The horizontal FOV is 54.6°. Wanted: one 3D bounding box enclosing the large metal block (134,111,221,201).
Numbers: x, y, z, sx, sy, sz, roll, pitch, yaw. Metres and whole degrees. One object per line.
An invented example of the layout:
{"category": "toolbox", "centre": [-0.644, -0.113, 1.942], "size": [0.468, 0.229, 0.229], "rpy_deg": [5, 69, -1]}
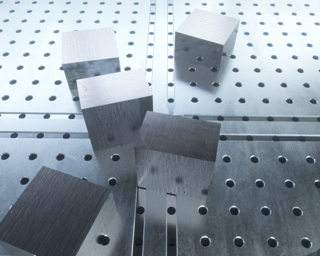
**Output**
{"category": "large metal block", "centre": [0.019, 0.032, 0.345], "size": [0.080, 0.080, 0.050], "rpy_deg": [10, 51, 8]}

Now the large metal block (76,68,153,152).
{"category": "large metal block", "centre": [-0.054, -0.022, 0.390], "size": [0.081, 0.080, 0.050], "rpy_deg": [-12, 51, -10]}

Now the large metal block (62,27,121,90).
{"category": "large metal block", "centre": [-0.106, -0.110, 0.483], "size": [0.080, 0.050, 0.080], "rpy_deg": [-9, 51, -7]}

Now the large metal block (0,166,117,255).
{"category": "large metal block", "centre": [-0.100, 0.095, 0.312], "size": [0.080, 0.050, 0.080], "rpy_deg": [16, 52, 13]}

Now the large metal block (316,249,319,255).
{"category": "large metal block", "centre": [0.199, 0.142, 0.273], "size": [0.080, 0.050, 0.080], "rpy_deg": [1, 50, 1]}

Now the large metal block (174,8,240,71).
{"category": "large metal block", "centre": [0.078, -0.149, 0.518], "size": [0.080, 0.050, 0.080], "rpy_deg": [21, 53, 17]}
